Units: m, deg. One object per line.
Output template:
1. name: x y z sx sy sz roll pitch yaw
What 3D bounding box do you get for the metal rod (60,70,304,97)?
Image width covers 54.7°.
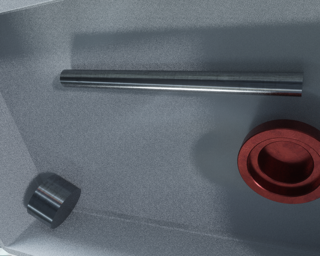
1. metal rod: 0.005 -0.056 0.369 0.301 0.025 0.025 5 121 25

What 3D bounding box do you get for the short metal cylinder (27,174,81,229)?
1. short metal cylinder: -0.186 0.130 0.549 0.050 0.080 0.079 29 128 9

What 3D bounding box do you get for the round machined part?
1. round machined part: 0.140 0.033 0.344 0.098 0.042 0.097 13 124 20

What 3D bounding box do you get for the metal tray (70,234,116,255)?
1. metal tray: -0.126 0.290 0.652 0.130 0.030 0.089 34 129 5
